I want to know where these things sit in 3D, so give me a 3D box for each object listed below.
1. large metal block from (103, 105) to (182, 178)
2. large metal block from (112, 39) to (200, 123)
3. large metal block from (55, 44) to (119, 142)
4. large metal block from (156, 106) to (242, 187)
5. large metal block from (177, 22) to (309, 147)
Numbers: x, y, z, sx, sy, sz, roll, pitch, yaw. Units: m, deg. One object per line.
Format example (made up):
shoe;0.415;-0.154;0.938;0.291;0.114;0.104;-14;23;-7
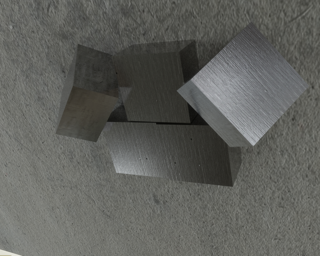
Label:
large metal block;-0.022;0.016;0.411;0.080;0.050;0.079;1;119;27
large metal block;0.001;-0.054;0.358;0.080;0.050;0.079;3;120;26
large metal block;-0.090;-0.042;0.384;0.050;0.080;0.079;14;133;-23
large metal block;0.050;0.020;0.375;0.080;0.050;0.079;1;119;27
large metal block;0.077;-0.038;0.300;0.080;0.080;0.050;46;169;-4
